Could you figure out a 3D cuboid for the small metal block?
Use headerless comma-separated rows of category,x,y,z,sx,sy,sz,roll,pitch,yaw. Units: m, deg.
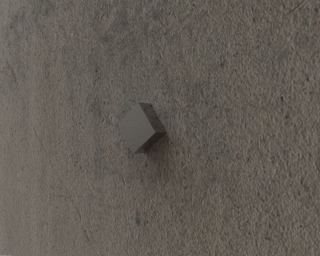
small metal block,-0.025,0.001,0.425,0.050,0.025,0.050,-44,64,31
